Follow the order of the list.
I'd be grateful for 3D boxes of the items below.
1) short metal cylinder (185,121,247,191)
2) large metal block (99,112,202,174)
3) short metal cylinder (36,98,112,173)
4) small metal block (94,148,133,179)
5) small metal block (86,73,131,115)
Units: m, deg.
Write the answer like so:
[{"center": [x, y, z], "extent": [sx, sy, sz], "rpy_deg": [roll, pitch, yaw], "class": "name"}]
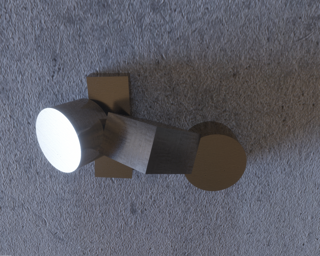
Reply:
[{"center": [0.068, 0.036, 0.412], "extent": [0.081, 0.050, 0.079], "rpy_deg": [0, 110, -1], "class": "short metal cylinder"}, {"center": [-0.011, 0.018, 0.368], "extent": [0.081, 0.080, 0.050], "rpy_deg": [10, 95, -48], "class": "large metal block"}, {"center": [-0.105, 0.008, 0.380], "extent": [0.080, 0.050, 0.079], "rpy_deg": [14, 115, 33], "class": "short metal cylinder"}, {"center": [-0.062, 0.040, 0.425], "extent": [0.050, 0.025, 0.050], "rpy_deg": [3, 110, -2], "class": "small metal block"}, {"center": [-0.063, -0.043, 0.394], "extent": [0.050, 0.025, 0.050], "rpy_deg": [-1, 110, 0], "class": "small metal block"}]
